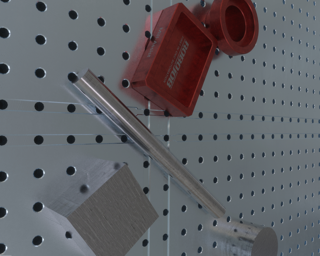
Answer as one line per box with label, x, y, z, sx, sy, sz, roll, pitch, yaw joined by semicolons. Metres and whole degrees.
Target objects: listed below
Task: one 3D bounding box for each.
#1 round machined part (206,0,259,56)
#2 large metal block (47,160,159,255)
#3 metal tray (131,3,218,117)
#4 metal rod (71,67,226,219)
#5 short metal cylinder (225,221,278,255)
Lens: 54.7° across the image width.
round machined part;0.110;-0.163;0.490;0.099;0.042;0.097;0;90;-40
large metal block;-0.060;0.093;0.343;0.080;0.050;0.080;-42;116;-32
metal tray;0.025;-0.091;0.426;0.090;0.030;0.130;34;69;-35
metal rod;0.003;0.037;0.411;0.300;0.025;0.025;46;62;-30
short metal cylinder;0.155;0.202;0.524;0.081;0.050;0.079;0;90;-40
